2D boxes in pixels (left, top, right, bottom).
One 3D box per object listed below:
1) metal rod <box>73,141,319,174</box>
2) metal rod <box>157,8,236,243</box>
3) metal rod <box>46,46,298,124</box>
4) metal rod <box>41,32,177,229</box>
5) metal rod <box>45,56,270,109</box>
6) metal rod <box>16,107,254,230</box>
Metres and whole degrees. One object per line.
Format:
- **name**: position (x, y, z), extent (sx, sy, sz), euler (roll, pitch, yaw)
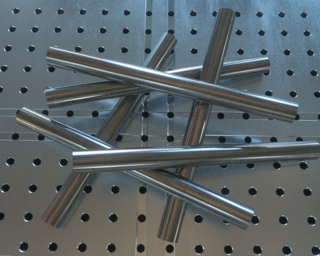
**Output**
- **metal rod**: position (0.056, 0.032, 0.360), extent (0.302, 0.025, 0.025), euler (-1, 69, -17)
- **metal rod**: position (0.049, -0.011, 0.389), extent (0.025, 0.025, 0.299), euler (15, 80, 5)
- **metal rod**: position (0.009, -0.054, 0.373), extent (0.301, 0.025, 0.025), euler (14, 71, 6)
- **metal rod**: position (-0.058, -0.010, 0.414), extent (0.025, 0.025, 0.300), euler (28, 72, 9)
- **metal rod**: position (0.007, -0.064, 0.413), extent (0.302, 0.025, 0.025), euler (-11, 70, -13)
- **metal rod**: position (-0.039, 0.041, 0.364), extent (0.301, 0.025, 0.025), euler (23, 72, 13)
